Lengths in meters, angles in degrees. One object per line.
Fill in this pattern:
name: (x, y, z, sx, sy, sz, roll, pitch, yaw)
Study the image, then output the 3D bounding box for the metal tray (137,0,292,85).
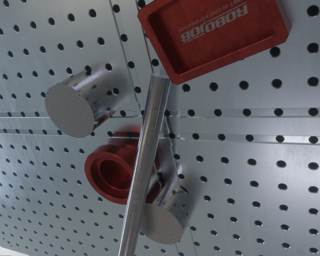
metal tray: (0.051, -0.107, 0.314, 0.130, 0.030, 0.090, -18, 109, 35)

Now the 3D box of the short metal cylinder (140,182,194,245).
short metal cylinder: (0.006, 0.129, 0.472, 0.080, 0.050, 0.079, 13, 124, 21)

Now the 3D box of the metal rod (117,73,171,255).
metal rod: (-0.027, 0.075, 0.421, 0.025, 0.025, 0.298, 18, 110, 18)

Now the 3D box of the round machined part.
round machined part: (-0.063, 0.066, 0.474, 0.098, 0.042, 0.097, 13, 124, 21)

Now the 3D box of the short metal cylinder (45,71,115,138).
short metal cylinder: (-0.111, -0.033, 0.434, 0.080, 0.050, 0.079, 13, 124, 21)
